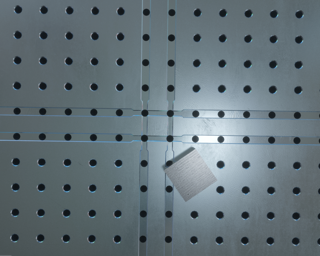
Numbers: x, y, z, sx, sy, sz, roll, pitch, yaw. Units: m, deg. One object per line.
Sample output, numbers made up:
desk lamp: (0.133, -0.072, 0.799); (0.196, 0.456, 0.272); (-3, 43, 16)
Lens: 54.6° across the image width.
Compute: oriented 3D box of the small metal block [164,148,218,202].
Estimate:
small metal block: (0.040, 0.061, 0.414); (0.050, 0.025, 0.050); (-35, 90, 0)
